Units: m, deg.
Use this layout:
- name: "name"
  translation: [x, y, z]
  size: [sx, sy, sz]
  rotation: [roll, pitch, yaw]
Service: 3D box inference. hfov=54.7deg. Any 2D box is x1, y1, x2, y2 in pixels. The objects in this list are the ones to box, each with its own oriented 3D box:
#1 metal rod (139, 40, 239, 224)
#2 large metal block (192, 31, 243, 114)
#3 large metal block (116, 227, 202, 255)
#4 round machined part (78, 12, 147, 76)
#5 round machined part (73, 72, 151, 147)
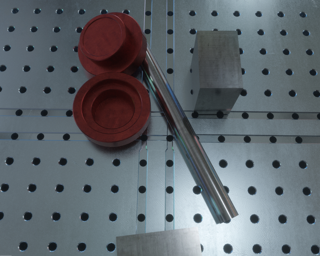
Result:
- name: "metal rod"
  translation: [0.020, -0.018, 0.418]
  size: [0.025, 0.025, 0.299]
  rotation: [-24, 72, -8]
- name: "large metal block"
  translation: [0.071, -0.070, 0.409]
  size: [0.050, 0.080, 0.080]
  rotation: [0, 70, 0]
- name: "large metal block"
  translation: [0.000, 0.138, 0.332]
  size: [0.081, 0.080, 0.050]
  rotation: [-6, 70, -2]
- name: "round machined part"
  translation: [-0.071, -0.117, 0.430]
  size: [0.098, 0.042, 0.098]
  rotation: [-3, 77, 16]
- name: "round machined part"
  translation: [-0.061, -0.021, 0.410]
  size: [0.099, 0.042, 0.098]
  rotation: [0, 70, 0]
